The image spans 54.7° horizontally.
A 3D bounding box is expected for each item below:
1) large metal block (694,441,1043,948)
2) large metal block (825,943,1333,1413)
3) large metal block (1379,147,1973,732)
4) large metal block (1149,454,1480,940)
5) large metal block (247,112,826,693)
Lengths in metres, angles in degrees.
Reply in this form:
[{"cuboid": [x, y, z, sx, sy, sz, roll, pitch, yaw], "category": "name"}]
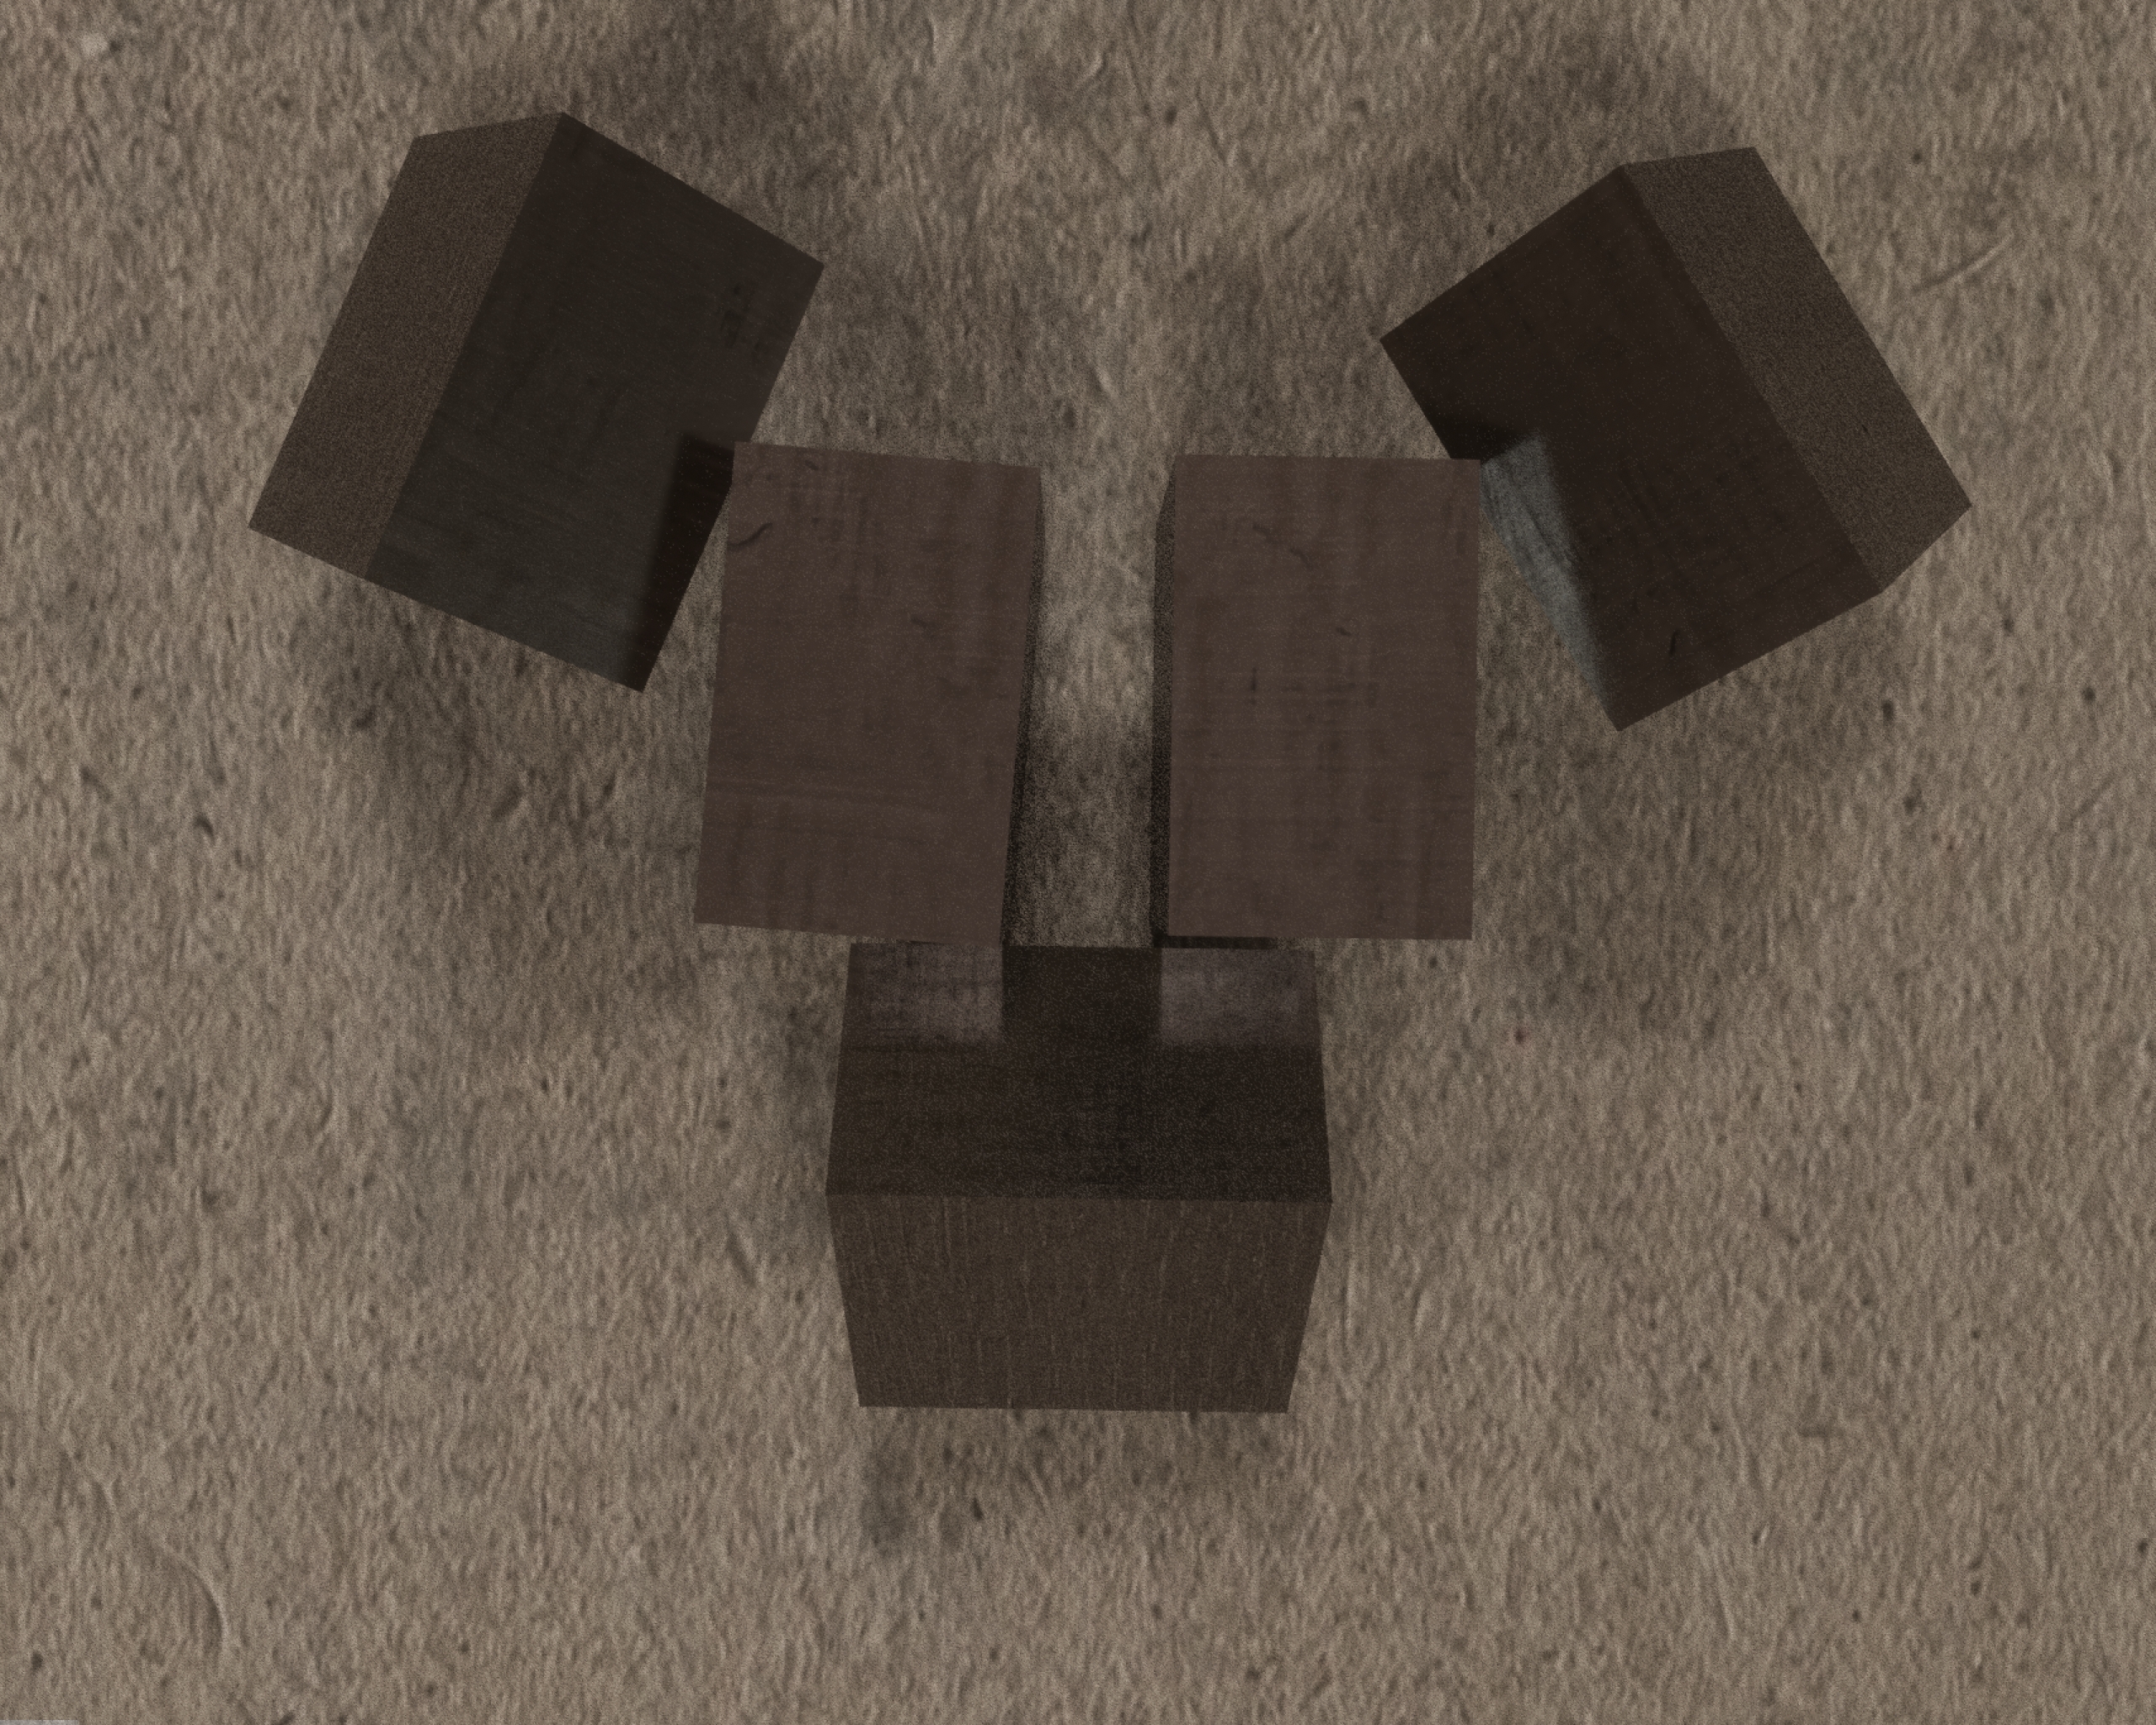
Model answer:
[{"cuboid": [-0.035, -0.028, 0.383, 0.050, 0.080, 0.079, 5, 90, 0], "category": "large metal block"}, {"cuboid": [0.000, 0.059, 0.378, 0.081, 0.080, 0.050, 1, 51, 0], "category": "large metal block"}, {"cuboid": [0.111, -0.079, 0.379, 0.050, 0.080, 0.080, -31, 90, 37], "category": "large metal block"}, {"cuboid": [0.041, -0.028, 0.384, 0.050, 0.080, 0.079, 1, 90, 0], "category": "large metal block"}, {"cuboid": [-0.099, -0.082, 0.373, 0.050, 0.080, 0.080, 23, 90, -36], "category": "large metal block"}]
